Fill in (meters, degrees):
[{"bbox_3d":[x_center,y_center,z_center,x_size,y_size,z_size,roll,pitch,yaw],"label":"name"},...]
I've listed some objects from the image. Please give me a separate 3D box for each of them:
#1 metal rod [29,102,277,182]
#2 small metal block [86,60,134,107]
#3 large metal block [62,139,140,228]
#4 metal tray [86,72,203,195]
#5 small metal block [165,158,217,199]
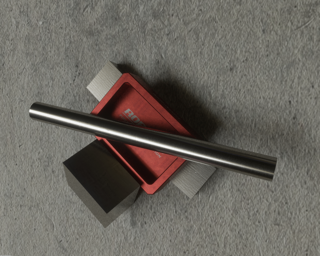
[{"bbox_3d":[-0.024,0.010,0.359,0.301,0.025,0.025,13,94,19],"label":"metal rod"},{"bbox_3d":[-0.065,-0.057,0.432,0.050,0.025,0.050,46,104,14],"label":"small metal block"},{"bbox_3d":[-0.076,0.073,0.397,0.050,0.080,0.080,-38,74,-27],"label":"large metal block"},{"bbox_3d":[-0.021,0.006,0.387,0.130,0.030,0.090,45,104,14],"label":"metal tray"},{"bbox_3d":[0.039,0.053,0.396,0.050,0.025,0.050,40,102,15],"label":"small metal block"}]
